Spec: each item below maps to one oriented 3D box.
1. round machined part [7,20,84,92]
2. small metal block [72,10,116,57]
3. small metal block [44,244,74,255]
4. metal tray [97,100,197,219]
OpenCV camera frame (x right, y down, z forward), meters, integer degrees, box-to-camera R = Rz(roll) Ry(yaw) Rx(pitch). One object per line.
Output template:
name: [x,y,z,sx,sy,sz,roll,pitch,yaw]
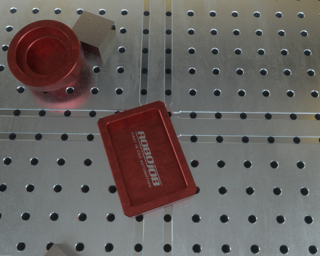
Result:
round machined part: [-0.154,-0.096,0.431,0.099,0.042,0.098,-1,77,3]
small metal block: [-0.100,-0.140,0.462,0.050,0.025,0.050,22,71,7]
small metal block: [-0.115,0.168,0.349,0.050,0.025,0.050,36,74,12]
metal tray: [-0.018,0.038,0.394,0.091,0.030,0.130,-18,71,-7]
